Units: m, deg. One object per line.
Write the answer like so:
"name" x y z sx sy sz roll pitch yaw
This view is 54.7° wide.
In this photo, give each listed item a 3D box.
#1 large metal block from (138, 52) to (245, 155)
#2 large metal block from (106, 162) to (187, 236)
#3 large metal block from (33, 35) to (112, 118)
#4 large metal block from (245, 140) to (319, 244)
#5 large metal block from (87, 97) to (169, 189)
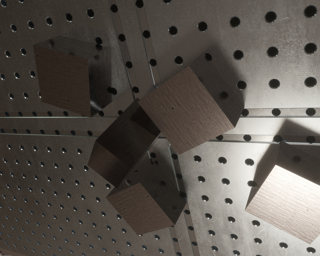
"large metal block" 0.036 -0.027 0.358 0.080 0.050 0.080 -31 102 37
"large metal block" -0.020 0.109 0.472 0.080 0.050 0.080 -30 102 37
"large metal block" -0.112 -0.069 0.409 0.080 0.050 0.079 17 125 17
"large metal block" 0.157 0.074 0.358 0.080 0.050 0.079 26 128 11
"large metal block" -0.042 0.021 0.396 0.050 0.080 0.080 38 147 2
